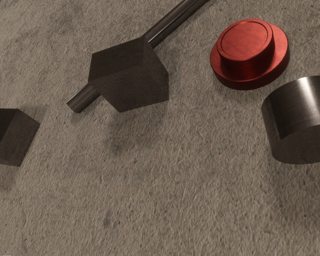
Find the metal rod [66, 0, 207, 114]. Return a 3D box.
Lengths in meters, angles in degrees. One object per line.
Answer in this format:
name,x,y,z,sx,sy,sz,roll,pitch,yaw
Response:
metal rod,-0.029,-0.131,0.497,0.300,0.025,0.025,-41,51,-1

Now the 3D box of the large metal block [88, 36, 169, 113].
large metal block,-0.040,-0.071,0.432,0.080,0.080,0.050,-13,57,21

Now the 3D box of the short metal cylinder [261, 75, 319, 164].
short metal cylinder,0.143,-0.005,0.296,0.080,0.080,0.050,-15,56,19

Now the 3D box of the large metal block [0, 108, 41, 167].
large metal block,-0.260,0.014,0.512,0.080,0.050,0.080,3,63,29

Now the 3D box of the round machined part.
round machined part,0.111,-0.100,0.395,0.098,0.042,0.098,-13,56,20
